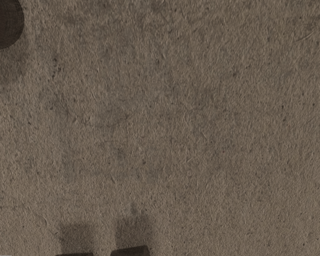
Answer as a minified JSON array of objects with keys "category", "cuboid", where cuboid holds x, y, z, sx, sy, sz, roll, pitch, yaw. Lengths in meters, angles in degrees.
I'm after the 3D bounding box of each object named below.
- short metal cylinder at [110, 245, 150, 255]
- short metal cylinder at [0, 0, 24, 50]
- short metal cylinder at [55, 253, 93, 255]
[{"category":"short metal cylinder","cuboid":[-0.041,0.221,0.461,0.050,0.080,0.079,-10,110,3]},{"category":"short metal cylinder","cuboid":[-0.203,-0.126,0.347,0.081,0.050,0.079,0,110,-1]},{"category":"short metal cylinder","cuboid":[-0.131,0.231,0.464,0.050,0.080,0.079,-3,110,1]}]
